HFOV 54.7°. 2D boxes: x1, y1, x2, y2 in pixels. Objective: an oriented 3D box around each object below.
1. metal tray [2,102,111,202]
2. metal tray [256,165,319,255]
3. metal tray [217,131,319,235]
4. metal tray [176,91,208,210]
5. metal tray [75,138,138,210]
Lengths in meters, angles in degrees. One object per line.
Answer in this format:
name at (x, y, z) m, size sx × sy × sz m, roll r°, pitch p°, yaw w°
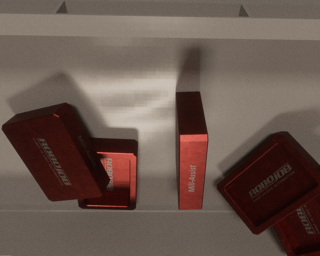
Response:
metal tray at (-0.133, 0.037, 0.407) m, size 0.090 × 0.030 × 0.129 m, roll -10°, pitch 118°, yaw 22°
metal tray at (0.204, 0.118, 0.448) m, size 0.090 × 0.130 × 0.030 m, roll -31°, pitch 169°, yaw 32°
metal tray at (0.155, 0.079, 0.436) m, size 0.030 × 0.090 × 0.129 m, roll -12°, pitch 149°, yaw -54°
metal tray at (0.037, 0.030, 0.392) m, size 0.030 × 0.090 × 0.129 m, roll -2°, pitch 130°, yaw 1°
metal tray at (-0.080, 0.073, 0.466) m, size 0.091 × 0.030 × 0.129 m, roll 2°, pitch 130°, yaw -3°
